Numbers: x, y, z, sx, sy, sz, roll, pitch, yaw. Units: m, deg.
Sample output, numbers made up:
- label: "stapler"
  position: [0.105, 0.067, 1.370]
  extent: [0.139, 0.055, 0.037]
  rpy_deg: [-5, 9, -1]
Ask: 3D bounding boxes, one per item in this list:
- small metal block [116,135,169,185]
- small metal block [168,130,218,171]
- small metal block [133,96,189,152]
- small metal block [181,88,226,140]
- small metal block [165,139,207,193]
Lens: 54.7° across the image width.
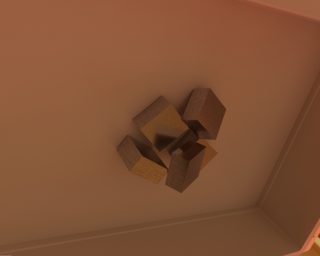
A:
- label: "small metal block"
  position: [-0.023, 0.042, 0.404]
  extent: [0.050, 0.050, 0.025]
  rpy_deg: [33, 100, -39]
- label: "small metal block"
  position: [0.049, 0.037, 0.458]
  extent: [0.050, 0.025, 0.050]
  rpy_deg: [-46, 130, 4]
- label: "small metal block"
  position: [0.002, -0.005, 0.405]
  extent: [0.050, 0.025, 0.050]
  rpy_deg: [-40, 130, -2]
- label: "small metal block"
  position: [0.060, -0.018, 0.416]
  extent: [0.050, 0.025, 0.050]
  rpy_deg: [43, 60, -40]
- label: "small metal block"
  position: [0.035, 0.050, 0.411]
  extent: [0.050, 0.025, 0.050]
  rpy_deg: [-30, 137, -52]
